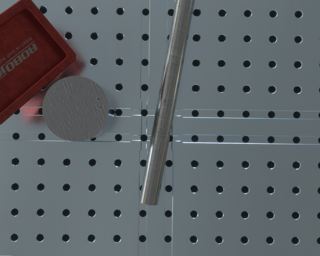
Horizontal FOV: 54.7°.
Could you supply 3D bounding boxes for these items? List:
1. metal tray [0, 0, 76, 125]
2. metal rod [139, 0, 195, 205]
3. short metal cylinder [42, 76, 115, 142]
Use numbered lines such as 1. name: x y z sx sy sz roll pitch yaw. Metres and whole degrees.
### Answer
1. metal tray: -0.178 -0.079 0.368 0.130 0.030 0.090 -49 120 -21
2. metal rod: 0.011 -0.047 0.413 0.025 0.025 0.298 10 90 0
3. short metal cylinder: -0.102 -0.024 0.400 0.081 0.050 0.080 0 90 0
